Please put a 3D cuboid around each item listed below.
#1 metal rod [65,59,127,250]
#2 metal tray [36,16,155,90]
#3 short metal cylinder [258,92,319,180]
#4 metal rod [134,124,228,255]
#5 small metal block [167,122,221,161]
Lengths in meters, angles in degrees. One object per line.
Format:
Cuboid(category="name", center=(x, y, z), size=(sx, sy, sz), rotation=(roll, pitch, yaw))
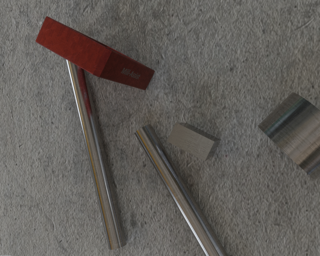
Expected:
Cuboid(category="metal rod", center=(-0.095, 0.019, 0.440), size=(0.025, 0.025, 0.298), rotation=(-16, 85, 19))
Cuboid(category="metal tray", center=(-0.071, -0.086, 0.377), size=(0.090, 0.130, 0.030), rotation=(30, 100, 17))
Cuboid(category="short metal cylinder", center=(0.151, 0.008, 0.327), size=(0.080, 0.080, 0.050), rotation=(46, 104, 14))
Cuboid(category="metal rod", center=(0.052, 0.128, 0.390), size=(0.025, 0.025, 0.299), rotation=(-34, 79, 16))
Cuboid(category="small metal block", center=(0.043, 0.015, 0.380), size=(0.050, 0.050, 0.025), rotation=(27, 99, 17))
